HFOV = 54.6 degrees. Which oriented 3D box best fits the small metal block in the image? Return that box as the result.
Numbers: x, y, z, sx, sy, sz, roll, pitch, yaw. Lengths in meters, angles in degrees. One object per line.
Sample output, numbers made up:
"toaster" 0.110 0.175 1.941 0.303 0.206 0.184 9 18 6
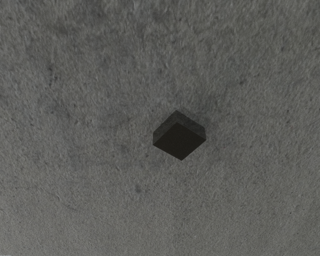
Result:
"small metal block" 0.026 0.011 0.416 0.050 0.025 0.050 30 124 -24
